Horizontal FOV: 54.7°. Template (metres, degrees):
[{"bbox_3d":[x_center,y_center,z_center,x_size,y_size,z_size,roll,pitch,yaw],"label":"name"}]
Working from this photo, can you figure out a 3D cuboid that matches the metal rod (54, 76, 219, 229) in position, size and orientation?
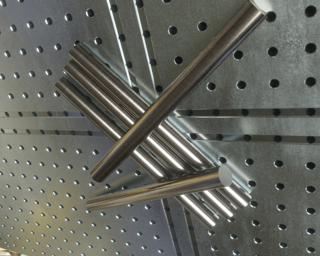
[{"bbox_3d":[-0.032,0.036,0.449,0.300,0.025,0.025,43,129,-2],"label":"metal rod"}]

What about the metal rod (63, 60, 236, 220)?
[{"bbox_3d":[-0.012,0.016,0.426,0.300,0.025,0.025,43,129,-2],"label":"metal rod"}]

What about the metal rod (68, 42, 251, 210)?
[{"bbox_3d":[0.001,-0.002,0.408,0.300,0.025,0.025,42,129,-2],"label":"metal rod"}]

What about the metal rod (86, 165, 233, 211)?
[{"bbox_3d":[-0.024,0.096,0.455,0.299,0.025,0.025,-23,106,45],"label":"metal rod"}]

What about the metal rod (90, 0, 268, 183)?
[{"bbox_3d":[0.002,-0.023,0.368,0.025,0.025,0.299,44,121,-2],"label":"metal rod"}]
